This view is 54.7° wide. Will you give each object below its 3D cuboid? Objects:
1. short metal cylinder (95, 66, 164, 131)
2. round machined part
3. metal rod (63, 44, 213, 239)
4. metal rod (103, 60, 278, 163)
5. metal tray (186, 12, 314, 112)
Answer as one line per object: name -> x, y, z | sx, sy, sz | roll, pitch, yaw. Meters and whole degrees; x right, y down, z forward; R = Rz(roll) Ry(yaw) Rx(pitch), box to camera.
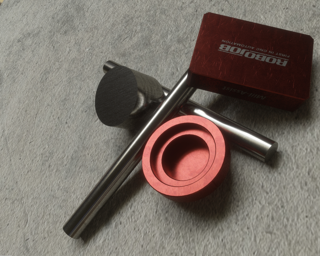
short metal cylinder -> -0.042, -0.038, 0.418 | 0.080, 0.050, 0.080 | -8, 77, 39
round machined part -> 0.033, 0.037, 0.354 | 0.098, 0.042, 0.098 | -13, 56, 21
metal rod -> -0.017, 0.012, 0.385 | 0.300, 0.025, 0.025 | -52, 52, 0
metal rod -> 0.017, -0.037, 0.420 | 0.300, 0.025, 0.025 | 32, 80, 38
metal tray -> 0.104, -0.078, 0.359 | 0.131, 0.030, 0.090 | 15, 66, 4
